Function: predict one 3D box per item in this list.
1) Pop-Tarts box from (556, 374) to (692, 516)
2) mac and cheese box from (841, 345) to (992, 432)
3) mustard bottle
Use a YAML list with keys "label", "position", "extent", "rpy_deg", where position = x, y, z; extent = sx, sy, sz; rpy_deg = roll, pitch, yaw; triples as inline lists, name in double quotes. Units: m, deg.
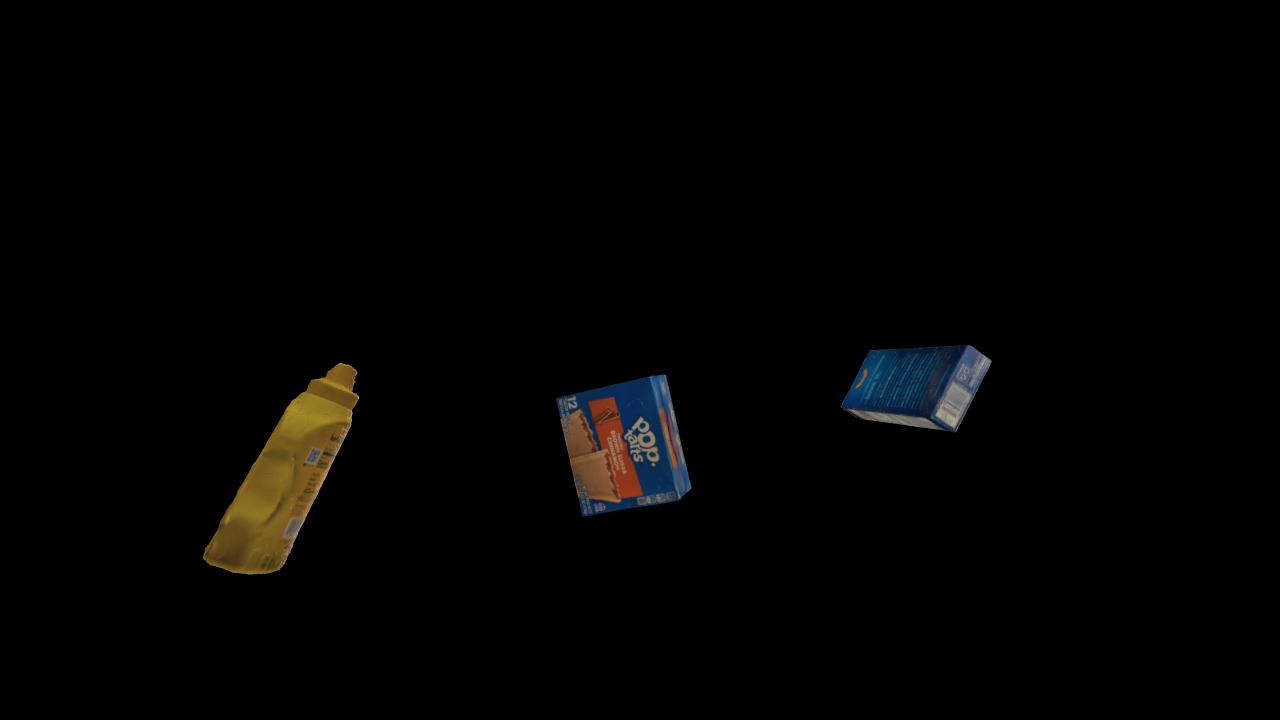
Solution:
- label: "Pop-Tarts box"
  position: [-0.021, 0.116, 0.847]
  extent: [0.141, 0.167, 0.083]
  rpy_deg: [-13, -1, 16]
- label: "mac and cheese box"
  position: [0.324, 0.032, 0.744]
  extent: [0.041, 0.093, 0.184]
  rpy_deg: [30, -6, -10]
- label: "mustard bottle"
  position: [-0.297, 0.087, 0.535]
  extent: [0.054, 0.184, 0.092]
  rpy_deg: [21, -15, 1]
